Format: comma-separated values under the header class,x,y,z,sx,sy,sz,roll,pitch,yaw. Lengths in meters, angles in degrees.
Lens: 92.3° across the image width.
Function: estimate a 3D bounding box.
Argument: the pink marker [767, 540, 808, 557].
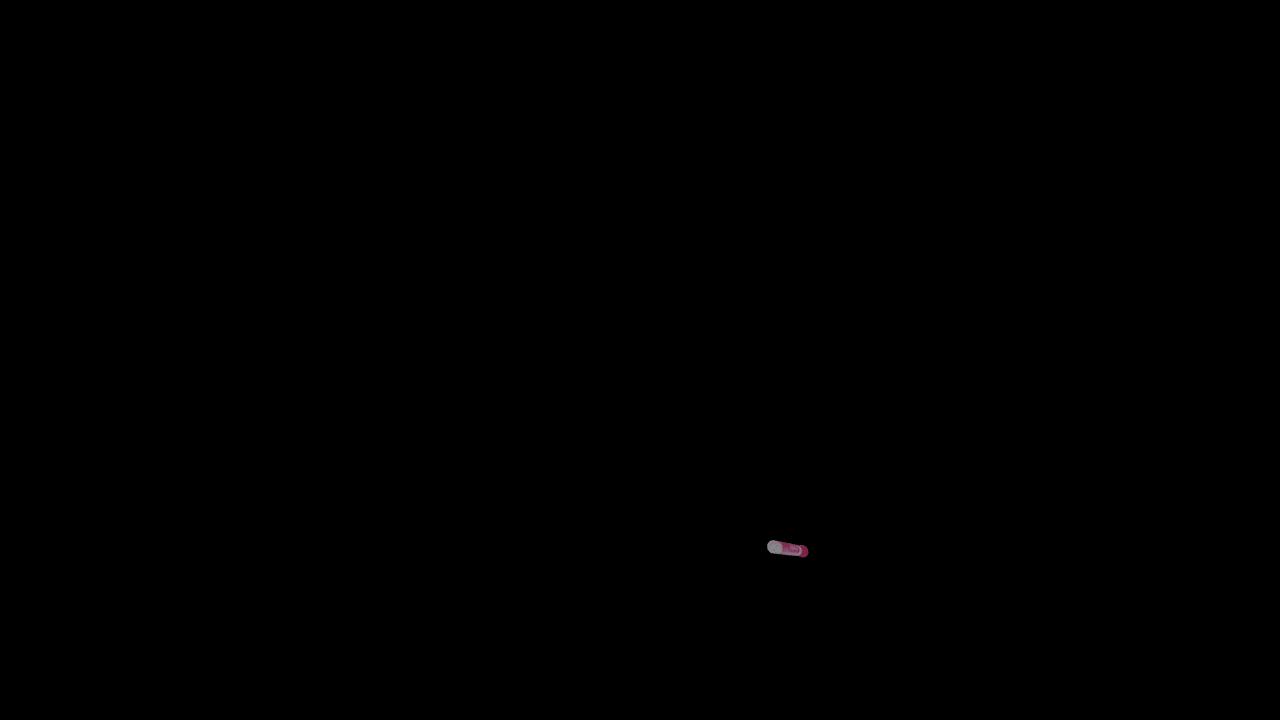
class,x,y,z,sx,sy,sz,roll,pitch,yaw
pink marker,0.230,0.292,0.947,0.020,0.020,0.121,0,-17,38
